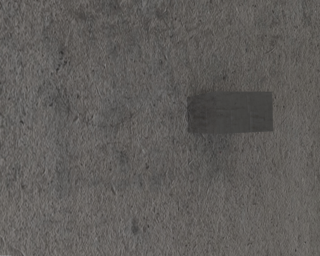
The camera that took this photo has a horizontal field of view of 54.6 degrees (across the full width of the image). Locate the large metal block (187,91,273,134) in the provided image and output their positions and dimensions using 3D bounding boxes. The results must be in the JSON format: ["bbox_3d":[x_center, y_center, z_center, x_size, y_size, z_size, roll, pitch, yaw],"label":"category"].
[{"bbox_3d":[0.090,-0.020,0.413,0.081,0.080,0.050,-2,91,-20],"label":"large metal block"}]
